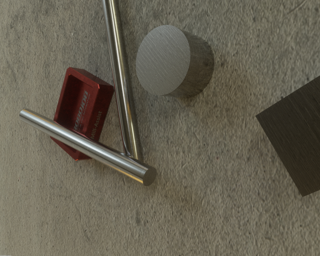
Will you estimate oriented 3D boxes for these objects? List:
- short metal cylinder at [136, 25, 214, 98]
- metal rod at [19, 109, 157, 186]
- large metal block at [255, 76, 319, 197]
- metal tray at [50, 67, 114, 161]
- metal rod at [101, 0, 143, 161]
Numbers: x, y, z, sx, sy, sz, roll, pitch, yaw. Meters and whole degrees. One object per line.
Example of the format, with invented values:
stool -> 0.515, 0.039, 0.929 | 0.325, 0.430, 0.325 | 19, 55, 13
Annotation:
short metal cylinder -> 0.017, -0.077, 0.373 | 0.080, 0.050, 0.079 | 0, 90, 39
metal rod -> -0.126, 0.018, 0.466 | 0.300, 0.025, 0.025 | 20, 103, 36
large metal block -> 0.146, 0.003, 0.268 | 0.080, 0.050, 0.080 | -37, 67, 33
metal tray -> -0.131, -0.023, 0.506 | 0.090, 0.030, 0.129 | 32, 109, 35
metal rod -> -0.059, -0.096, 0.451 | 0.025, 0.025, 0.298 | -16, 80, 38
